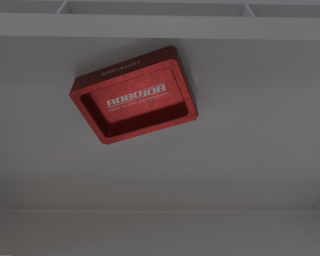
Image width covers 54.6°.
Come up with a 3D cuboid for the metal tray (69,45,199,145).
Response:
[{"bbox_3d":[-0.029,-0.035,0.375,0.130,0.030,0.090,-16,129,13],"label":"metal tray"}]
